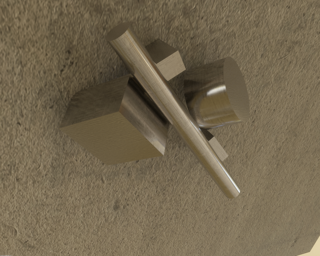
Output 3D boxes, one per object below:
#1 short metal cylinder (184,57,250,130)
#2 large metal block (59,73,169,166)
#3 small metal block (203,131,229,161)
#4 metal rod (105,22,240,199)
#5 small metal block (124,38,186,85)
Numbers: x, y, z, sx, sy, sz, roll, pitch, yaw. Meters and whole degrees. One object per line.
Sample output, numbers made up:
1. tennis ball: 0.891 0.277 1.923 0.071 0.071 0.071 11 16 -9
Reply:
1. short metal cylinder: 0.071 -0.041 0.380 0.050 0.080 0.080 -14 139 32
2. large metal block: -0.047 -0.005 0.342 0.080 0.050 0.080 -13 138 30
3. small metal block: 0.064 0.021 0.438 0.025 0.050 0.050 -42 130 0
4. metal rod: 0.035 0.005 0.367 0.025 0.025 0.300 -40 130 -1
5. small metal block: -0.008 -0.071 0.346 0.050 0.050 0.025 -34 129 -7
